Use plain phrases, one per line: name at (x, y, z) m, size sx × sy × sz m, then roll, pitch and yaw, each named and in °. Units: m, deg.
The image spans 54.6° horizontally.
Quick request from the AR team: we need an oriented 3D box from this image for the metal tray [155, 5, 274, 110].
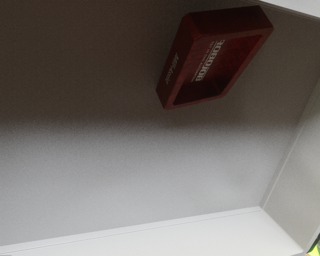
metal tray at (0.054, -0.072, 0.346) m, size 0.091 × 0.030 × 0.129 m, roll -14°, pitch 157°, yaw -21°
